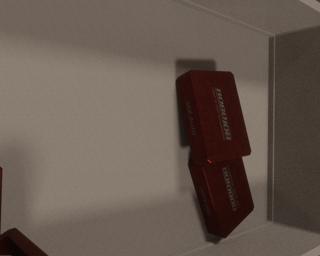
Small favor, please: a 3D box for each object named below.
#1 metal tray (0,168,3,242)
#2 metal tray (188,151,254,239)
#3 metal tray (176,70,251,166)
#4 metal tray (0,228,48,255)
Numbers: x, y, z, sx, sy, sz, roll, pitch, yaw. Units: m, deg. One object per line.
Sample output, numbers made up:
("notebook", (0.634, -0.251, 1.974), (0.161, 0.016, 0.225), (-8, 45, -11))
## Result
("metal tray", (-0.143, 0.059, 0.130), (0.131, 0.030, 0.089), (2, 89, -40))
("metal tray", (0.100, 0.094, 0.490), (0.091, 0.030, 0.129), (-28, 108, -37))
("metal tray", (0.079, -0.017, 0.449), (0.091, 0.030, 0.129), (-5, 80, -36))
("metal tray", (-0.128, 0.129, 0.233), (0.091, 0.130, 0.030), (-32, 111, -36))
